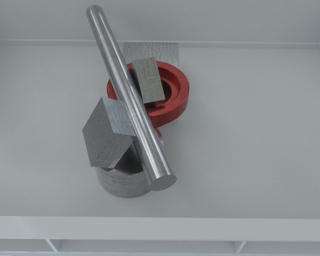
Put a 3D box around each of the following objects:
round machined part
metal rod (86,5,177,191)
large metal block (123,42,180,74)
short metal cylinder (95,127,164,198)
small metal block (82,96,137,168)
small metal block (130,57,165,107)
[{"bbox_3d":[-0.014,-0.038,0.386,0.099,0.042,0.098,0,50,0],"label":"round machined part"},{"bbox_3d":[-0.046,-0.060,0.363,0.025,0.025,0.299,-15,52,-12],"label":"metal rod"},{"bbox_3d":[-0.013,-0.081,0.453,0.081,0.050,0.080,0,50,-1],"label":"large metal block"},{"bbox_3d":[-0.036,0.033,0.359,0.081,0.050,0.080,0,50,0],"label":"short metal cylinder"},{"bbox_3d":[-0.053,0.005,0.314,0.025,0.050,0.050,11,40,-37],"label":"small metal block"},{"bbox_3d":[-0.017,-0.050,0.367,0.025,0.050,0.050,-12,86,-15],"label":"small metal block"}]
